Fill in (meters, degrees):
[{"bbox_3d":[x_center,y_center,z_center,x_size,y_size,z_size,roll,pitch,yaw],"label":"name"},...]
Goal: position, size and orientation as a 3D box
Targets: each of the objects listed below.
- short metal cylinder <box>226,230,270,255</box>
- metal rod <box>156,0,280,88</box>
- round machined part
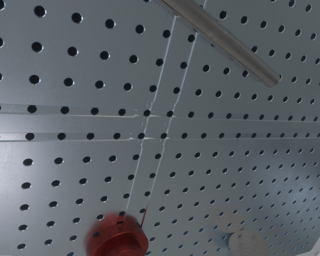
[{"bbox_3d":[0.178,0.258,0.634,0.081,0.080,0.050,-13,124,-21],"label":"short metal cylinder"},{"bbox_3d":[0.056,-0.120,0.367,0.302,0.025,0.025,24,105,-37],"label":"metal rod"},{"bbox_3d":[-0.063,0.202,0.491,0.099,0.042,0.097,-14,124,-21],"label":"round machined part"}]
